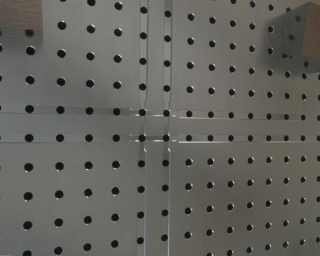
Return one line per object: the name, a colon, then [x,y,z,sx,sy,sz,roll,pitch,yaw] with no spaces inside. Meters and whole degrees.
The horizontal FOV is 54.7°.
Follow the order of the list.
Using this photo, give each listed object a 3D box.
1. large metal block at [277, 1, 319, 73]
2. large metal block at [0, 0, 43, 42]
large metal block: [0.241,-0.140,0.491,0.081,0.050,0.080,12,86,-20]
large metal block: [-0.172,-0.141,0.336,0.081,0.050,0.079,-3,91,-20]
